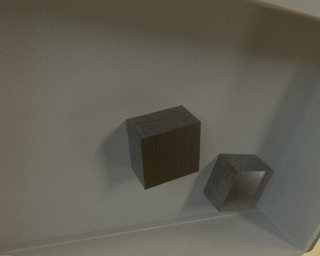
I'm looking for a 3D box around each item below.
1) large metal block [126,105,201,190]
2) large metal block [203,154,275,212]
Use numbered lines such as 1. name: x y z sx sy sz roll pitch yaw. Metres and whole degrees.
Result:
1. large metal block: 0.005 0.024 0.410 0.081 0.050 0.079 -16 125 -20
2. large metal block: 0.130 0.091 0.520 0.081 0.050 0.079 4 116 -31
